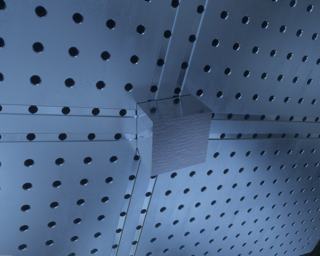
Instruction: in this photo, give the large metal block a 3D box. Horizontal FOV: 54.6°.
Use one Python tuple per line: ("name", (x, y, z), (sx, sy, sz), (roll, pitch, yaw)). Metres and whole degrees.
("large metal block", (0.017, 0.008, 0.407), (0.081, 0.050, 0.079), (-12, 124, -22))
